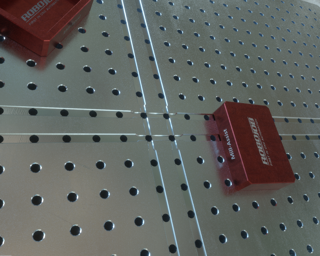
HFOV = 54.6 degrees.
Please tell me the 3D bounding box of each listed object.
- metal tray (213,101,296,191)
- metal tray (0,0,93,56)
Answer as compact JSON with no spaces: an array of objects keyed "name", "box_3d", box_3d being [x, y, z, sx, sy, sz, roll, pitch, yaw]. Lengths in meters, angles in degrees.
[{"name":"metal tray","box_3d":[0.139,0.025,0.464,0.091,0.030,0.130,4,60,-26]},{"name":"metal tray","box_3d":[-0.159,-0.165,0.419,0.090,0.030,0.130,31,52,-8]}]
